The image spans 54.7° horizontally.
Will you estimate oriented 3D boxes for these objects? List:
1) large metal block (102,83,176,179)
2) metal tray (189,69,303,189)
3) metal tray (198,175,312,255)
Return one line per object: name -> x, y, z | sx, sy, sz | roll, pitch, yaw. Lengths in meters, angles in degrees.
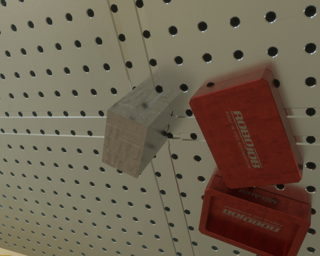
large metal block -> -0.026, 0.002, 0.389 | 0.050, 0.080, 0.079 | 23, 127, 14
metal tray -> 0.101, 0.007, 0.359 | 0.090, 0.030, 0.129 | -14, 112, 33
metal tray -> 0.123, 0.125, 0.419 | 0.130, 0.030, 0.089 | 15, 125, 19
